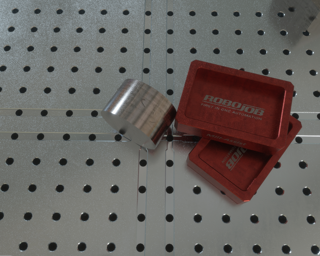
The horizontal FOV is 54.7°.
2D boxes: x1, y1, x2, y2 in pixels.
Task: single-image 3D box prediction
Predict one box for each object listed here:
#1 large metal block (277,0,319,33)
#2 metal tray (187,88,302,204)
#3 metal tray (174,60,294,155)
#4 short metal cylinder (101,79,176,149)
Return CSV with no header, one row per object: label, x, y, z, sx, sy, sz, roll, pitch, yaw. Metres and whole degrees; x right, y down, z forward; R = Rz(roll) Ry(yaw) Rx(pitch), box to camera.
large metal block,0.240,-0.208,0.476,0.080,0.050,0.080,-28,73,-10
metal tray,0.108,0.020,0.402,0.090,0.030,0.130,38,74,12
metal tray,0.092,-0.027,0.386,0.131,0.030,0.090,15,70,5
short metal cylinder,-0.026,-0.016,0.388,0.080,0.080,0.050,30,73,10
